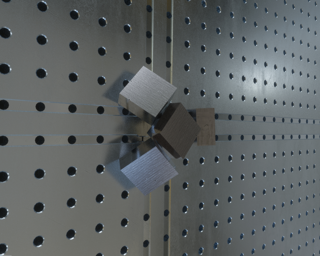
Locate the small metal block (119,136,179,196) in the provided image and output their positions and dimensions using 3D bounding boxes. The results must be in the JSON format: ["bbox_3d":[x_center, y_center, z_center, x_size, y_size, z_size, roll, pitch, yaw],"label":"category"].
[{"bbox_3d":[-0.014,0.047,0.380,0.050,0.025,0.050,-35,117,6],"label":"small metal block"}]

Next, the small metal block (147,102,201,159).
[{"bbox_3d":[0.019,0.004,0.391,0.050,0.025,0.050,49,61,-29],"label":"small metal block"}]

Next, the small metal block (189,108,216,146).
[{"bbox_3d":[0.058,-0.002,0.437,0.025,0.050,0.050,-2,92,-7],"label":"small metal block"}]

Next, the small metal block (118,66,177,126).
[{"bbox_3d":[-0.015,-0.039,0.379,0.050,0.025,0.050,34,64,4],"label":"small metal block"}]

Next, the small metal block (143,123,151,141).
[{"bbox_3d":[0.006,0.004,0.413,0.050,0.025,0.050,2,92,-40],"label":"small metal block"}]
